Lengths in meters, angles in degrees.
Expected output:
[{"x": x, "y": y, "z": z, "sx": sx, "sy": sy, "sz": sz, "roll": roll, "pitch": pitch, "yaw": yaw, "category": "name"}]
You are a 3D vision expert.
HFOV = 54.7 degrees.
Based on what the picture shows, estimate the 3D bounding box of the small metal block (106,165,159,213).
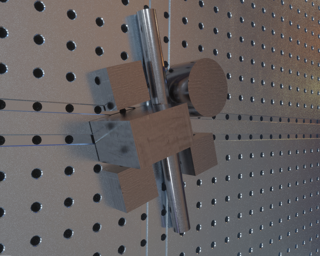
[{"x": -0.033, "y": 0.069, "z": 0.383, "sx": 0.050, "sy": 0.025, "sz": 0.050, "roll": -20, "pitch": 103, "yaw": -38, "category": "small metal block"}]

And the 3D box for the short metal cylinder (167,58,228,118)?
[{"x": 0.050, "y": -0.055, "z": 0.436, "sx": 0.081, "sy": 0.050, "sz": 0.079, "roll": 0, "pitch": 90, "yaw": -40, "category": "short metal cylinder"}]

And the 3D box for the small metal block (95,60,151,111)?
[{"x": -0.044, "y": -0.051, "z": 0.374, "sx": 0.050, "sy": 0.025, "sz": 0.050, "roll": -22, "pitch": 104, "yaw": -38, "category": "small metal block"}]

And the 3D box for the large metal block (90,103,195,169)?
[{"x": -0.020, "y": 0.006, "z": 0.356, "sx": 0.081, "sy": 0.080, "sz": 0.050, "roll": -20, "pitch": 103, "yaw": -39, "category": "large metal block"}]

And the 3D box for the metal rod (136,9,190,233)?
[{"x": 0.006, "y": -0.003, "z": 0.416, "sx": 0.025, "sy": 0.025, "sz": 0.298, "roll": -16, "pitch": 100, "yaw": -39, "category": "metal rod"}]

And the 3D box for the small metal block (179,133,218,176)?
[{"x": 0.056, "y": 0.037, "z": 0.459, "sx": 0.050, "sy": 0.025, "sz": 0.050, "roll": -19, "pitch": 102, "yaw": -39, "category": "small metal block"}]
